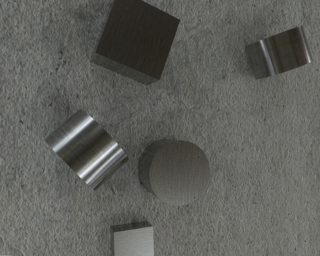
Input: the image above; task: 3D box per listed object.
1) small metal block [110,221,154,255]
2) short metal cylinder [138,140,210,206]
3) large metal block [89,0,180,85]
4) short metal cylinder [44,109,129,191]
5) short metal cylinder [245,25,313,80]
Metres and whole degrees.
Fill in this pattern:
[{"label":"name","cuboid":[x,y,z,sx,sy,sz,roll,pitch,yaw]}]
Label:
[{"label":"small metal block","cuboid":[-0.036,0.150,0.396,0.050,0.025,0.050,-2,91,-20]},{"label":"short metal cylinder","cuboid":[0.017,0.055,0.402,0.081,0.050,0.079,0,90,-20]},{"label":"large metal block","cuboid":[-0.032,-0.108,0.384,0.080,0.050,0.080,21,83,-19]},{"label":"short metal cylinder","cuboid":[-0.082,0.025,0.350,0.050,0.080,0.080,-44,104,-14]},{"label":"short metal cylinder","cuboid":[0.168,-0.106,0.442,0.081,0.080,0.050,-23,98,-19]}]
